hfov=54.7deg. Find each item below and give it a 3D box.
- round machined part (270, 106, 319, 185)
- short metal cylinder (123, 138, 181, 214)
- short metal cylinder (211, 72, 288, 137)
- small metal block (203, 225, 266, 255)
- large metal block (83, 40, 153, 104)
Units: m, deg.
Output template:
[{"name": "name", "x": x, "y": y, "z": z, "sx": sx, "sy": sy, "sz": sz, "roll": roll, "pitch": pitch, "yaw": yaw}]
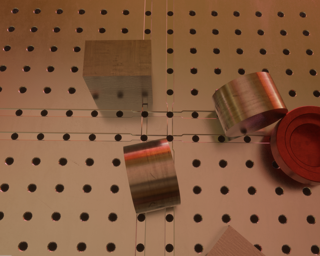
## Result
[{"name": "round machined part", "x": 0.190, "y": 0.024, "z": 0.395, "sx": 0.099, "sy": 0.042, "sz": 0.098, "roll": 0, "pitch": 71, "yaw": -1}, {"name": "short metal cylinder", "x": -0.010, "y": 0.055, "z": 0.362, "sx": 0.050, "sy": 0.080, "sz": 0.080, "roll": -12, "pitch": 71, "yaw": -4}, {"name": "short metal cylinder", "x": 0.112, "y": -0.028, "z": 0.393, "sx": 0.081, "sy": 0.080, "sz": 0.050, "roll": -16, "pitch": 71, "yaw": -6}, {"name": "small metal block", "x": 0.083, "y": 0.150, "z": 0.358, "sx": 0.050, "sy": 0.025, "sz": 0.050, "roll": 40, "pitch": 75, "yaw": 13}, {"name": "large metal block", "x": -0.051, "y": -0.071, "z": 0.408, "sx": 0.081, "sy": 0.080, "sz": 0.050, "roll": -1, "pitch": 70, "yaw": -1}]
